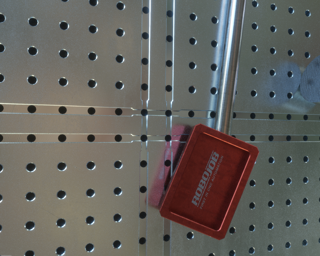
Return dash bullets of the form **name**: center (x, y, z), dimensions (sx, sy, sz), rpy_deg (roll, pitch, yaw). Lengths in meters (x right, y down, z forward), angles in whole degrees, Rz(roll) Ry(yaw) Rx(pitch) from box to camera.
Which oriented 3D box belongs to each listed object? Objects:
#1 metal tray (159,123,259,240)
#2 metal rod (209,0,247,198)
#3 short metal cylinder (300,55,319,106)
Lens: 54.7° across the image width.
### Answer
- **metal tray**: center (0.064, 0.069, 0.413), dimensions (0.090, 0.030, 0.129), rpy_deg (23, 87, -1)
- **metal rod**: center (0.097, -0.050, 0.447), dimensions (0.025, 0.025, 0.298), rpy_deg (8, 87, -20)
- **short metal cylinder**: center (0.269, -0.071, 0.482), dimensions (0.050, 0.080, 0.080), rpy_deg (15, 85, -20)
